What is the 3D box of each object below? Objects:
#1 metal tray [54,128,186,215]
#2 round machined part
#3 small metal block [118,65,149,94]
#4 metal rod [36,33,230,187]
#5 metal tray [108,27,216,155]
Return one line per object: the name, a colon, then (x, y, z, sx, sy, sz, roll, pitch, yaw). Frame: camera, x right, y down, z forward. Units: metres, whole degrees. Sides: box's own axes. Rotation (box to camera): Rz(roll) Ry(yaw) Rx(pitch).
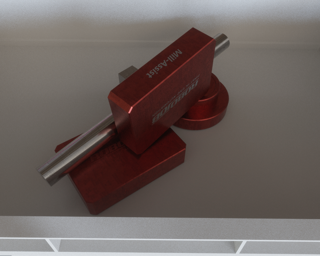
metal tray: (-0.046, 0.032, 0.373, 0.131, 0.030, 0.090, -28, 56, -22)
round machined part: (0.047, -0.048, 0.432, 0.099, 0.042, 0.098, 0, 50, 0)
small metal block: (-0.030, -0.050, 0.429, 0.025, 0.050, 0.050, -37, 60, -27)
metal rod: (-0.016, -0.037, 0.383, 0.025, 0.025, 0.301, 37, 63, 26)
metal tray: (0.007, -0.040, 0.346, 0.030, 0.090, 0.131, 37, 65, 23)
